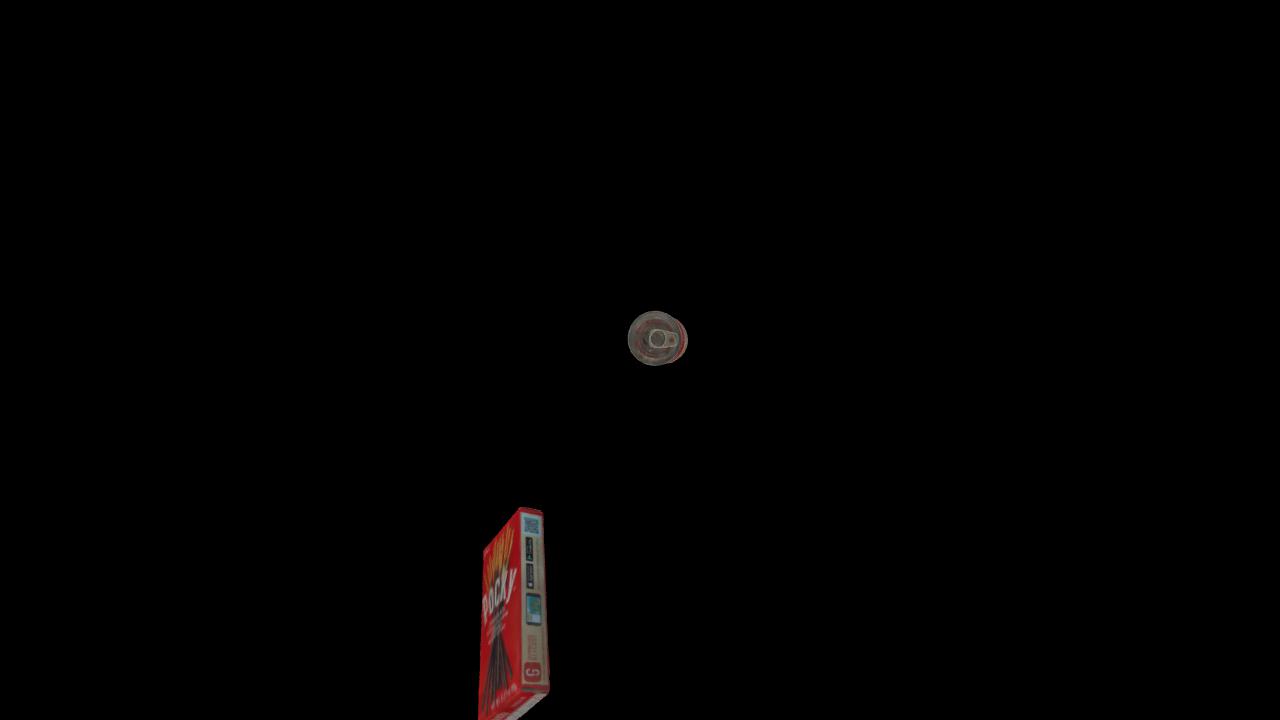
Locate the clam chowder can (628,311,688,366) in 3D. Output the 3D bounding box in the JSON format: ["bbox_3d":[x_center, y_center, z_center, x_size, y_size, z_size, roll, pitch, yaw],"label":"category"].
[{"bbox_3d":[0.026,-0.027,0.798,0.068,0.068,0.102,0,1,9],"label":"clam chowder can"}]

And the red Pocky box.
[{"bbox_3d":[-0.107,0.211,0.515,0.028,0.155,0.083,18,-52,-27],"label":"red Pocky box"}]
